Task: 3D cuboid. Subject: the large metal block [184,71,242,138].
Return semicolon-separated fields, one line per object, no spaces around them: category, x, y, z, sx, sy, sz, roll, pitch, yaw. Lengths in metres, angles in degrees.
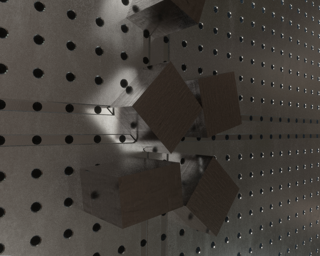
large metal block;0.070;-0.035;0.454;0.081;0.050;0.079;-18;102;-39

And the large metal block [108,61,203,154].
large metal block;-0.003;-0.025;0.392;0.080;0.050;0.080;52;60;-28

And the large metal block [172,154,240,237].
large metal block;0.060;0.095;0.446;0.080;0.050;0.080;49;61;-29

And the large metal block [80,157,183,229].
large metal block;-0.033;0.067;0.348;0.081;0.080;0.050;-8;95;-40

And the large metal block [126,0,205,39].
large metal block;0.012;-0.167;0.385;0.050;0.080;0.080;27;73;-37
